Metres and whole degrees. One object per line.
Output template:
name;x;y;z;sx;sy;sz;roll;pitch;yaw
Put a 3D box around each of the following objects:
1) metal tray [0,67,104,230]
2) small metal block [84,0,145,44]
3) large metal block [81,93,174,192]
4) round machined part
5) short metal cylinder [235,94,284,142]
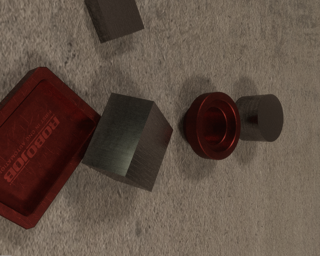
metal tray;-0.124;0.017;0.298;0.090;0.030;0.130;46;62;-31
small metal block;-0.052;-0.132;0.362;0.050;0.025;0.050;-32;110;-36
large metal block;-0.031;0.018;0.343;0.080;0.050;0.080;53;54;-63
round machined part;0.073;-0.003;0.457;0.099;0.042;0.097;0;90;-40
short metal cylinder;0.169;-0.017;0.533;0.081;0.050;0.079;0;90;-40
